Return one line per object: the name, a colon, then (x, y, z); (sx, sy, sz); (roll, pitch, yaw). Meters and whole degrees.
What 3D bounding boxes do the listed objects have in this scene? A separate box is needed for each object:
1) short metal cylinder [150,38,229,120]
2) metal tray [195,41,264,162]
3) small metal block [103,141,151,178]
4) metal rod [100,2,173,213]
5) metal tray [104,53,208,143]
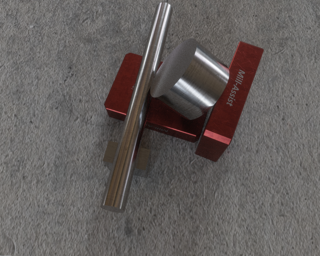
short metal cylinder: (0.033, -0.056, 0.362); (0.050, 0.080, 0.080); (33, 70, -24)
metal tray: (0.085, -0.030, 0.387); (0.030, 0.090, 0.130); (22, 71, 7)
small metal block: (-0.038, 0.040, 0.381); (0.050, 0.050, 0.025); (12, 71, 4)
metal rod: (-0.021, -0.046, 0.385); (0.025, 0.025, 0.300); (10, 61, 3)
metal tray: (0.002, -0.042, 0.422); (0.131, 0.030, 0.090); (17, 71, 6)
